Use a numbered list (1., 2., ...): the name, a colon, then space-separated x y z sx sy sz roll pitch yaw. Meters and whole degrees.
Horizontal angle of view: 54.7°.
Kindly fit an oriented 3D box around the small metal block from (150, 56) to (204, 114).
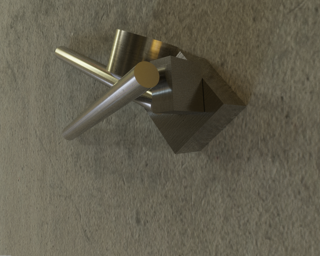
1. small metal block: 0.018 -0.040 0.305 0.025 0.050 0.050 -5 87 40

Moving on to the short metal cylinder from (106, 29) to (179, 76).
1. short metal cylinder: -0.022 -0.088 0.389 0.080 0.081 0.050 26 107 36

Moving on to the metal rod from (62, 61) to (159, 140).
1. metal rod: -0.083 -0.019 0.403 0.299 0.025 0.025 -22 76 59

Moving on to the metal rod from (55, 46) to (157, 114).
1. metal rod: -0.086 -0.079 0.438 0.300 0.025 0.025 32 110 47

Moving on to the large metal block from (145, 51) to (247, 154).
1. large metal block: 0.036 -0.028 0.357 0.080 0.050 0.080 -49 61 30
